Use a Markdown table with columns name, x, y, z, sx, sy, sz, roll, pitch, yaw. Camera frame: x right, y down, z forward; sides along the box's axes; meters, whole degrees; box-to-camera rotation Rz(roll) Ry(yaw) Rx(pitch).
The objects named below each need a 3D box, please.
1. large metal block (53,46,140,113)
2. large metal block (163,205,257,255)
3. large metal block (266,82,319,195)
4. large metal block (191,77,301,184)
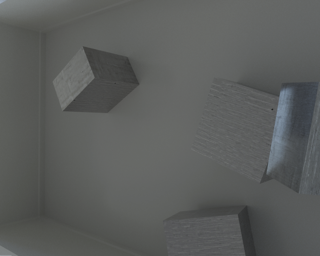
| name | x | y | z | sx | sy | sz | roll | pitch | yaw |
| --- | --- | --- | --- | --- | --- | --- | --- | --- | --- |
| large metal block | -0.092 | -0.065 | 0.444 | 0.080 | 0.081 | 0.050 | -36 | 68 | 34 |
| large metal block | 0.056 | 0.131 | 0.331 | 0.080 | 0.050 | 0.080 | -12 | 82 | 24 |
| large metal block | 0.140 | 0.009 | 0.246 | 0.050 | 0.081 | 0.079 | -136 | 53 | -80 |
| large metal block | 0.089 | 0.000 | 0.316 | 0.080 | 0.050 | 0.079 | 26 | 106 | 36 |
